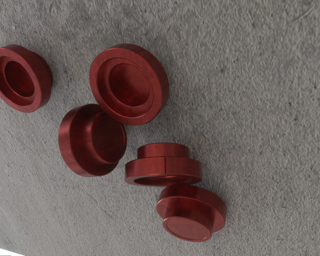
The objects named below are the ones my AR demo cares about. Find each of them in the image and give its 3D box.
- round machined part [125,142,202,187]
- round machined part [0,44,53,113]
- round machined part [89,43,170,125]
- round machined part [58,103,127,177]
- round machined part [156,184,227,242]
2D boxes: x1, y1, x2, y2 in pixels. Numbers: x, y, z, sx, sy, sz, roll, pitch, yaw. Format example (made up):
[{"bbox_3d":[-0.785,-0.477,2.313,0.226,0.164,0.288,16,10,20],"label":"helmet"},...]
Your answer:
[{"bbox_3d":[0.004,0.048,0.401,0.099,0.042,0.098,-1,161,0],"label":"round machined part"},{"bbox_3d":[-0.198,-0.075,0.454,0.098,0.042,0.097,13,124,21],"label":"round machined part"},{"bbox_3d":[-0.033,-0.055,0.379,0.098,0.042,0.097,13,124,21],"label":"round machined part"},{"bbox_3d":[-0.081,0.015,0.412,0.042,0.098,0.098,-11,113,33],"label":"round machined part"},{"bbox_3d":[0.042,0.125,0.434,0.098,0.042,0.097,11,138,11],"label":"round machined part"}]
